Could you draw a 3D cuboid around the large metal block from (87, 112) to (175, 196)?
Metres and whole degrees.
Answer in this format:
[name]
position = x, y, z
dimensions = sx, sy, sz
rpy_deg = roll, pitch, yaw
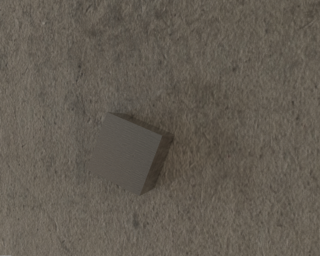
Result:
[large metal block]
position = -0.038, 0.031, 0.409
dimensions = 0.080, 0.050, 0.080
rpy_deg = 23, 98, 18
